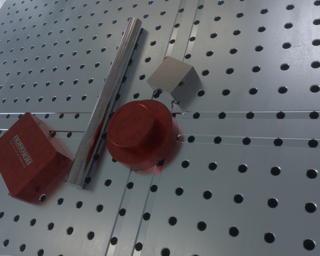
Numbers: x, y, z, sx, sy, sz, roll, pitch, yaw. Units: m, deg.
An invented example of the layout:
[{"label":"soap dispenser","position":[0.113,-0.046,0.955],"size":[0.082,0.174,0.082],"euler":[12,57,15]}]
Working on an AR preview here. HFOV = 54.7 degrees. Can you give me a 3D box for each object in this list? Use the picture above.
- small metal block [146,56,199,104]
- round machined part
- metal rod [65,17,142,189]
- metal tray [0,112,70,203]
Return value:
[{"label":"small metal block","position":[0.018,-0.070,0.442],"size":[0.050,0.025,0.050],"euler":[33,80,38]},{"label":"round machined part","position":[-0.030,0.003,0.411],"size":[0.098,0.042,0.098],"euler":[-13,57,21]},{"label":"metal rod","position":[-0.080,-0.053,0.482],"size":[0.025,0.025,0.300],"euler":[2,62,29]},{"label":"metal tray","position":[-0.209,0.042,0.489],"size":[0.090,0.030,0.130],"euler":[-46,51,-4]}]
